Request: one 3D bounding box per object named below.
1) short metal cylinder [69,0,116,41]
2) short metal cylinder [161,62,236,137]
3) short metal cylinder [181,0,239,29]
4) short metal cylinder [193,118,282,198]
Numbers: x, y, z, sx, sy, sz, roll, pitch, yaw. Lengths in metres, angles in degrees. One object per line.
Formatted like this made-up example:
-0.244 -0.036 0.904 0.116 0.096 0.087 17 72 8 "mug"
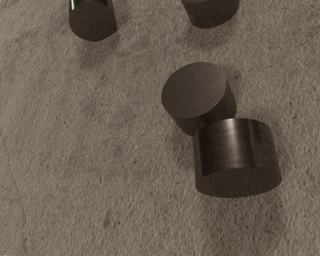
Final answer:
-0.122 -0.204 0.556 0.080 0.080 0.050 -24 53 13 "short metal cylinder"
0.049 -0.034 0.382 0.080 0.050 0.080 -13 56 20 "short metal cylinder"
0.075 -0.199 0.470 0.080 0.050 0.080 -13 56 20 "short metal cylinder"
0.074 0.033 0.309 0.080 0.080 0.050 -13 56 20 "short metal cylinder"
